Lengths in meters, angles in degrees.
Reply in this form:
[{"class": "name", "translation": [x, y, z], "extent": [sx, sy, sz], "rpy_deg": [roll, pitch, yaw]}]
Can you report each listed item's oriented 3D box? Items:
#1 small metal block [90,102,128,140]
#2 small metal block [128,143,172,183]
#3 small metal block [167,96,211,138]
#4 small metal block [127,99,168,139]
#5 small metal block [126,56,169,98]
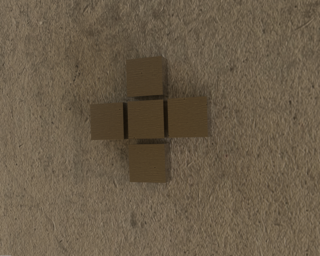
[{"class": "small metal block", "translation": [-0.068, -0.009, 0.433], "extent": [0.050, 0.025, 0.050], "rpy_deg": [-2, 89, 19]}, {"class": "small metal block", "translation": [-0.013, 0.046, 0.414], "extent": [0.050, 0.025, 0.050], "rpy_deg": [-2, 89, 19]}, {"class": "small metal block", "translation": [0.038, -0.013, 0.396], "extent": [0.050, 0.025, 0.050], "rpy_deg": [-2, 89, 19]}, {"class": "small metal block", "translation": [-0.015, -0.011, 0.415], "extent": [0.050, 0.025, 0.050], "rpy_deg": [-2, 89, 19]}, {"class": "small metal block", "translation": [-0.017, -0.067, 0.415], "extent": [0.050, 0.025, 0.050], "rpy_deg": [-2, 89, 19]}]
